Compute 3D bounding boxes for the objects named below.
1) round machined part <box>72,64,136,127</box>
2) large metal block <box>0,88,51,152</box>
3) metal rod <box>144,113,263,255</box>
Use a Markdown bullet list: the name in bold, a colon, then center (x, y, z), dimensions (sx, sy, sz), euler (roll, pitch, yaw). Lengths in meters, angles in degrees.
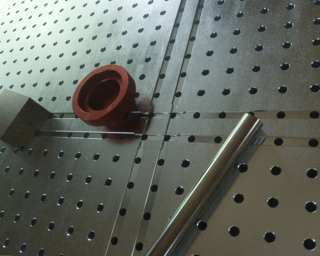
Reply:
- **round machined part**: center (-0.079, -0.044, 0.466), dimensions (0.098, 0.042, 0.098), euler (-13, 56, 21)
- **large metal block**: center (-0.251, -0.015, 0.533), dimensions (0.080, 0.050, 0.080), euler (18, 71, 35)
- **metal rod**: center (0.018, 0.109, 0.331), dimensions (0.025, 0.025, 0.300), euler (30, 78, 37)
